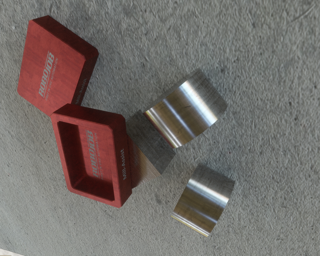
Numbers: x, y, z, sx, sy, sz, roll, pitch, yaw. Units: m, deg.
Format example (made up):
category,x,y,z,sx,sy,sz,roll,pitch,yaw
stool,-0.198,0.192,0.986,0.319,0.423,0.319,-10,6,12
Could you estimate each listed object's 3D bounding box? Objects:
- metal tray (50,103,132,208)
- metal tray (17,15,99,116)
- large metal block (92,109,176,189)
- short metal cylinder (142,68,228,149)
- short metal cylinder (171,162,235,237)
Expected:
category,x,y,z,sx,sy,sz,roll,pitch,yaw
metal tray,-0.087,0.038,0.408,0.090,0.030,0.129,12,124,21
metal tray,-0.147,-0.076,0.434,0.090,0.030,0.129,35,129,4
large metal block,-0.040,0.034,0.432,0.080,0.050,0.080,-32,101,38
short metal cylinder,0.027,-0.022,0.343,0.080,0.080,0.050,-33,100,38
short metal cylinder,0.055,0.091,0.399,0.050,0.080,0.079,28,128,11
